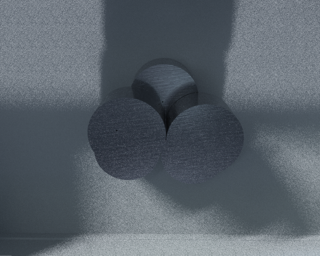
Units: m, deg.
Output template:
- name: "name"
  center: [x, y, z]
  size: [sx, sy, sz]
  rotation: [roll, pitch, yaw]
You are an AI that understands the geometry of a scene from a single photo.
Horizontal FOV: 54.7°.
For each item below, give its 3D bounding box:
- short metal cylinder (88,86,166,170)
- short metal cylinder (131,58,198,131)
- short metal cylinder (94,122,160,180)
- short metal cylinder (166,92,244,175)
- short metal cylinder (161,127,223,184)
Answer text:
- name: "short metal cylinder"
  center: [-0.034, -0.001, 0.342]
  size: [0.081, 0.050, 0.079]
  rotation: [0, 110, 0]
- name: "short metal cylinder"
  center: [0.005, -0.042, 0.381]
  size: [0.081, 0.050, 0.079]
  rotation: [0, 110, 0]
- name: "short metal cylinder"
  center: [-0.040, 0.020, 0.403]
  size: [0.081, 0.050, 0.079]
  rotation: [0, 110, 0]
- name: "short metal cylinder"
  center: [0.047, 0.005, 0.344]
  size: [0.081, 0.050, 0.079]
  rotation: [0, 110, 0]
- name: "short metal cylinder"
  center: [0.042, 0.025, 0.406]
  size: [0.081, 0.050, 0.079]
  rotation: [0, 110, 0]
